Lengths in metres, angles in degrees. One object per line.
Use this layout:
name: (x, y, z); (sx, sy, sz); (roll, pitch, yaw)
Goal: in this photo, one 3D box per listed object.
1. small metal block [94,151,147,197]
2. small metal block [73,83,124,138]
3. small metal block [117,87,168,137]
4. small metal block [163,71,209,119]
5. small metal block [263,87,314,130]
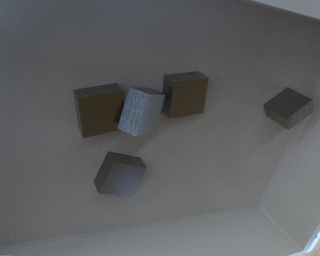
small metal block: (-0.054, 0.063, 0.418); (0.050, 0.025, 0.050); (15, 110, -35)
small metal block: (-0.069, -0.021, 0.358); (0.050, 0.025, 0.050); (-13, 124, -22)
small metal block: (-0.019, -0.020, 0.367); (0.050, 0.025, 0.050); (-10, 121, -63)
small metal block: (0.031, -0.043, 0.399); (0.050, 0.025, 0.050); (-10, 123, -23)
small metal block: (0.199, -0.031, 0.482); (0.050, 0.050, 0.025); (-36, 129, -5)
